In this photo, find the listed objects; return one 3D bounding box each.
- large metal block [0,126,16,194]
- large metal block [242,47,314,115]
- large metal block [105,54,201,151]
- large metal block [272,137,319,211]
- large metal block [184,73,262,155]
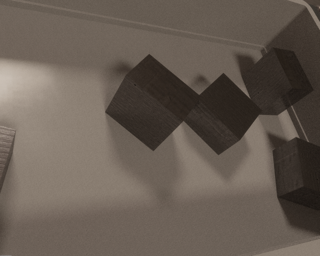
[{"bbox_3d":[-0.181,0.037,0.270,0.081,0.050,0.080,14,56,-21],"label":"large metal block"},{"bbox_3d":[0.196,-0.076,0.525,0.050,0.080,0.080,0,62,-29],"label":"large metal block"},{"bbox_3d":[-0.011,-0.029,0.384,0.080,0.080,0.050,39,51,-2],"label":"large metal block"},{"bbox_3d":[0.224,0.071,0.470,0.080,0.050,0.080,20,54,-17],"label":"large metal block"},{"bbox_3d":[0.089,-0.021,0.453,0.080,0.050,0.080,45,51,3],"label":"large metal block"}]
